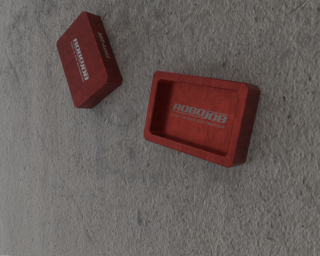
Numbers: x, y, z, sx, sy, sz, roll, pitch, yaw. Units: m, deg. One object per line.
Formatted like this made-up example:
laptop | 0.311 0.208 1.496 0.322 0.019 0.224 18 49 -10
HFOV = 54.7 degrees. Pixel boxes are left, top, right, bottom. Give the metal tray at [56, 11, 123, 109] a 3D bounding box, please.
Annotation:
metal tray | -0.117 -0.107 0.498 0.090 0.030 0.130 -32 70 35

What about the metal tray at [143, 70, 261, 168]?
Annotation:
metal tray | 0.043 -0.015 0.365 0.130 0.030 0.089 16 100 38
